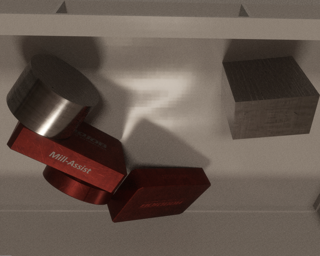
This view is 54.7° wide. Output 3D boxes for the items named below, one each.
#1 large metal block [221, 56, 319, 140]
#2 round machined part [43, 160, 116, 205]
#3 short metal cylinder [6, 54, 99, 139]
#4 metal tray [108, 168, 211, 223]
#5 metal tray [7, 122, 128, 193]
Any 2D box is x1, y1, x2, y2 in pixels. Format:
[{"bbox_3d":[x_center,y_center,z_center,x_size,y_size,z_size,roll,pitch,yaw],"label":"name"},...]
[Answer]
[{"bbox_3d":[0.115,-0.035,0.345,0.080,0.080,0.050,-5,130,3],"label":"large metal block"},{"bbox_3d":[-0.104,0.062,0.425,0.098,0.098,0.042,27,90,-22],"label":"round machined part"},{"bbox_3d":[-0.115,-0.034,0.337,0.080,0.080,0.050,33,113,-25],"label":"short metal cylinder"},{"bbox_3d":[0.000,0.097,0.456,0.131,0.030,0.089,5,135,-37],"label":"metal tray"},{"bbox_3d":[-0.106,0.019,0.377,0.131,0.090,0.030,30,105,-24],"label":"metal tray"}]
